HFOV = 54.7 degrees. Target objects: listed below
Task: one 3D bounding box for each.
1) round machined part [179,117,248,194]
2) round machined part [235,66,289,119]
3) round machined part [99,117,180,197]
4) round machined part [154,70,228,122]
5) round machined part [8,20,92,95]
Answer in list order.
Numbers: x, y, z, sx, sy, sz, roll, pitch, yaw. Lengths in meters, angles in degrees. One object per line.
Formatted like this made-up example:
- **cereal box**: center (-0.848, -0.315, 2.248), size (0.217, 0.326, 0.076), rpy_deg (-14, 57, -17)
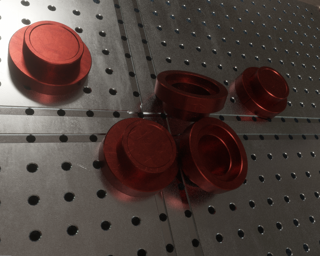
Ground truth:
- **round machined part**: center (0.064, 0.038, 0.404), size (0.099, 0.042, 0.098), rpy_deg (18, 57, -29)
- **round machined part**: center (0.185, -0.069, 0.542), size (0.099, 0.042, 0.098), rpy_deg (14, 56, -21)
- **round machined part**: center (-0.019, 0.029, 0.371), size (0.099, 0.042, 0.098), rpy_deg (14, 56, -21)
- **round machined part**: center (0.040, -0.042, 0.429), size (0.099, 0.042, 0.098), rpy_deg (10, 28, -5)
- **round machined part**: center (-0.133, -0.093, 0.383), size (0.099, 0.042, 0.098), rpy_deg (14, 56, -21)
